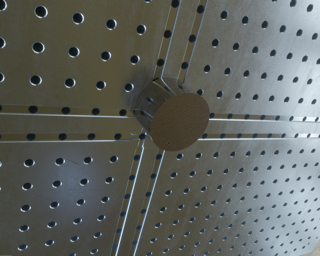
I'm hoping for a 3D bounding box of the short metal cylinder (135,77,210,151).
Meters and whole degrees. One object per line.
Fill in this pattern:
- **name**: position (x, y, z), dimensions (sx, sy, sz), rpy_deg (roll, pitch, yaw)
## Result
- **short metal cylinder**: position (0.015, -0.018, 0.392), dimensions (0.081, 0.050, 0.080), rpy_deg (-14, 124, -21)
